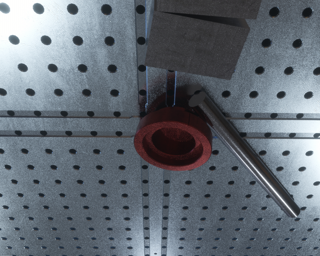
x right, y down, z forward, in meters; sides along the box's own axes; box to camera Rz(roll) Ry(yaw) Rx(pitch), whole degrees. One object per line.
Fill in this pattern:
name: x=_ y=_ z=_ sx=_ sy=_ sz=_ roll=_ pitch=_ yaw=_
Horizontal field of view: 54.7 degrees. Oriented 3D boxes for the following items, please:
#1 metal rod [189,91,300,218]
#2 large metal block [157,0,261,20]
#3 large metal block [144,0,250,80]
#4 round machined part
metal rod: x=0.138 y=0.054 z=0.458 sx=0.025 sy=0.025 sz=0.300 roll=-31 pitch=124 yaw=23
large metal block: x=0.039 y=-0.134 z=0.261 sx=0.081 sy=0.080 sz=0.050 roll=4 pitch=130 yaw=-3
large metal block: x=0.030 y=-0.094 z=0.296 sx=0.081 sy=0.080 sz=0.050 roll=8 pitch=130 yaw=-7
round machined part: x=0.019 y=0.010 z=0.401 sx=0.099 sy=0.042 sz=0.097 roll=6 pitch=138 yaw=6
